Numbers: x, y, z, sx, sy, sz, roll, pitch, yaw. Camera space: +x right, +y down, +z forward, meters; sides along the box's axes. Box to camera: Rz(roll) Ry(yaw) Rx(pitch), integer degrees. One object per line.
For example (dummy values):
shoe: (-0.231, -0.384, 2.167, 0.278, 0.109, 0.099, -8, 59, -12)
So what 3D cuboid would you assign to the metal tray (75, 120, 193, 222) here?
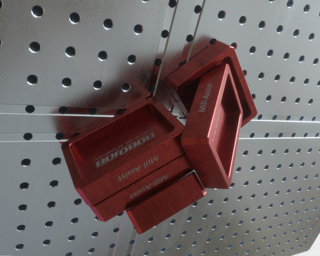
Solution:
metal tray: (-0.031, 0.044, 0.378, 0.131, 0.090, 0.030, -29, 129, -11)

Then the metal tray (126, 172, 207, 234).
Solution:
metal tray: (0.000, 0.092, 0.410, 0.090, 0.130, 0.030, -28, 87, -10)

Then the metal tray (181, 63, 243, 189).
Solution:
metal tray: (0.069, -0.004, 0.375, 0.090, 0.030, 0.130, 61, 37, -39)

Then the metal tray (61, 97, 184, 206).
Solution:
metal tray: (-0.041, 0.021, 0.360, 0.131, 0.090, 0.030, -29, 129, -11)

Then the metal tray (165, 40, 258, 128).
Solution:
metal tray: (0.075, -0.041, 0.424, 0.090, 0.030, 0.130, -38, 130, -3)
